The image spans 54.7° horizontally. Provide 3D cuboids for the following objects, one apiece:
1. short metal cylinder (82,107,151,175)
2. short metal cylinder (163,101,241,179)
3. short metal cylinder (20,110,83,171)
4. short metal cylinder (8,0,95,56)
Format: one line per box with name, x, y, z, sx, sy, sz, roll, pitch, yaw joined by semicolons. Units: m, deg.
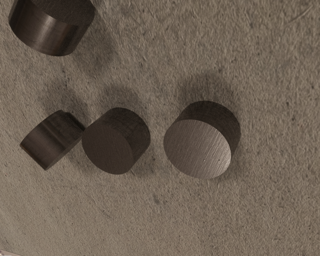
short metal cylinder;-0.060;0.018;0.432;0.080;0.050;0.079;13;124;20
short metal cylinder;0.051;0.014;0.371;0.080;0.050;0.079;13;124;20
short metal cylinder;-0.159;0.018;0.464;0.050;0.080;0.080;46;129;-4
short metal cylinder;-0.123;-0.130;0.354;0.080;0.080;0.050;45;129;-4
